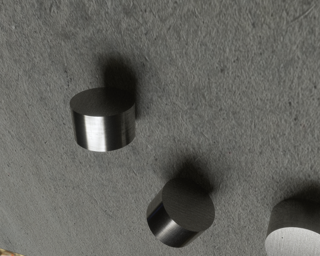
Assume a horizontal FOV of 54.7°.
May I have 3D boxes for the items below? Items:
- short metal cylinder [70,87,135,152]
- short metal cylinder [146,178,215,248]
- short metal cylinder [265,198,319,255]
[{"bbox_3d":[-0.072,-0.013,0.401,0.080,0.080,0.050,15,124,20],"label":"short metal cylinder"},{"bbox_3d":[0.028,0.116,0.428,0.080,0.080,0.050,36,129,4],"label":"short metal cylinder"},{"bbox_3d":[0.175,0.134,0.381,0.080,0.050,0.079,13,124,21],"label":"short metal cylinder"}]
